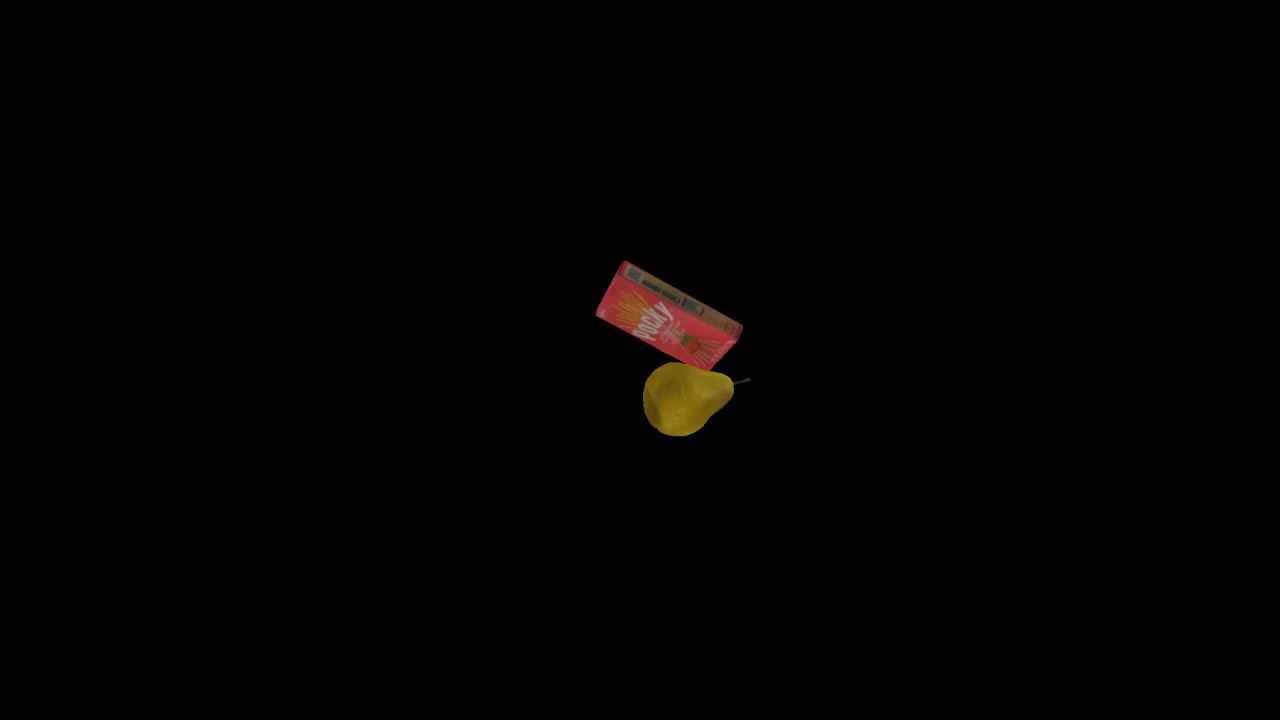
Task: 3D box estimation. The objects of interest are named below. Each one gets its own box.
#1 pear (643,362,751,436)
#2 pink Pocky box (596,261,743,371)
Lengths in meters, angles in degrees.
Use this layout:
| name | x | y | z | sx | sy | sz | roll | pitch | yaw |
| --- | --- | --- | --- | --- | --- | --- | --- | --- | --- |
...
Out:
| name | x | y | z | sx | sy | sz | roll | pitch | yaw |
| --- | --- | --- | --- | --- | --- | --- | --- | --- | --- |
| pear | 0.060 | 0.037 | 0.650 | 0.111 | 0.080 | 0.080 | -8 | 3 | -18 |
| pink Pocky box | 0.031 | -0.046 | 0.709 | 0.155 | 0.029 | 0.084 | 28 | -36 | -6 |
